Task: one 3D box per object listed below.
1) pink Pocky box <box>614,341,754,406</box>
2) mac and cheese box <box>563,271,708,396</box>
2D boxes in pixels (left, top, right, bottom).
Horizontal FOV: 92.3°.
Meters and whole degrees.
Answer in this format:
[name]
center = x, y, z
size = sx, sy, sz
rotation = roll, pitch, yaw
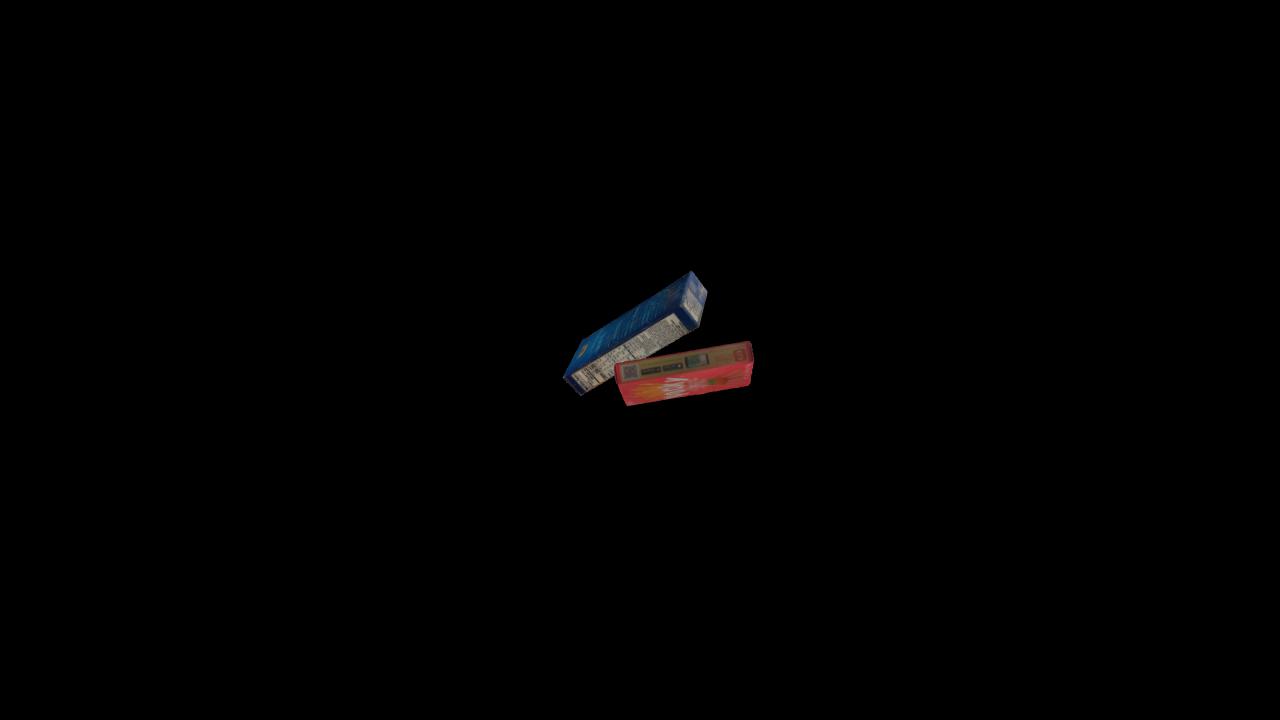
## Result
[pink Pocky box]
center = 0.052, 0.018, 0.710
size = 0.155, 0.029, 0.084
rotation = -10, -22, 2
[mac and cheese box]
center = -0.006, -0.032, 0.753
size = 0.184, 0.041, 0.093
rotation = -30, 23, 28
